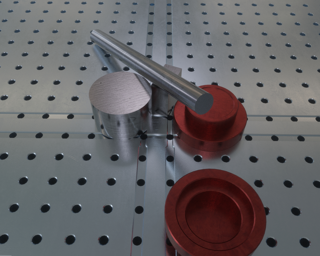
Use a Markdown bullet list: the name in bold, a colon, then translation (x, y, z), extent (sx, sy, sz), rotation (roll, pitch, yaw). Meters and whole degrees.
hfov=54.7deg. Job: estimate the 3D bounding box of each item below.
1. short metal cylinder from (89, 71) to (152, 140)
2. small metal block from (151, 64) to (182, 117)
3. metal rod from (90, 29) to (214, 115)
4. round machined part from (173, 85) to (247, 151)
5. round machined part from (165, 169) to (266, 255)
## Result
- **short metal cylinder**: translation (-0.051, -0.031, 0.417), extent (0.081, 0.050, 0.080), rotation (1, 50, 0)
- **small metal block**: translation (0.009, -0.053, 0.436), extent (0.025, 0.050, 0.050), rotation (18, 52, 14)
- **metal rod**: translation (-0.032, -0.093, 0.435), extent (0.025, 0.025, 0.300), rotation (-26, 40, -20)
- **round machined part**: translation (0.067, -0.020, 0.414), extent (0.099, 0.042, 0.098), rotation (0, 50, 0)
- **round machined part**: translation (0.054, 0.094, 0.318), extent (0.099, 0.042, 0.098), rotation (0, 50, 0)
